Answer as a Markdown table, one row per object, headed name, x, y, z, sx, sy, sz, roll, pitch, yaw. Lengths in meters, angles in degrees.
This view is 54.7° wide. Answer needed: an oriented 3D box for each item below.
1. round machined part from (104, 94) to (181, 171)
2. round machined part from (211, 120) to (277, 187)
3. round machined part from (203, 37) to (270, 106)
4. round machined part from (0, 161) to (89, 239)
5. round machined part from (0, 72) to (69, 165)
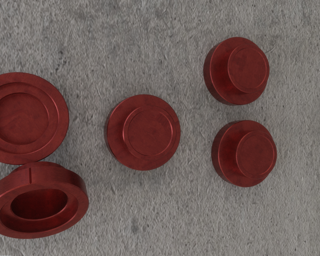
| name | x | y | z | sx | sy | sz | roll | pitch | yaw |
| --- | --- | --- | --- | --- | --- | --- | --- | --- | --- |
| round machined part | -0.018 | 0.006 | 0.393 | 0.099 | 0.042 | 0.097 | 0 | 90 | -20 |
| round machined part | 0.128 | 0.037 | 0.447 | 0.099 | 0.042 | 0.097 | 0 | 90 | -20 |
| round machined part | 0.115 | -0.082 | 0.442 | 0.099 | 0.042 | 0.097 | 0 | 90 | -20 |
| round machined part | -0.130 | 0.074 | 0.335 | 0.099 | 0.042 | 0.097 | -13 | 135 | -14 |
| round machined part | -0.153 | -0.010 | 0.343 | 0.099 | 0.042 | 0.097 | 0 | 90 | -20 |
